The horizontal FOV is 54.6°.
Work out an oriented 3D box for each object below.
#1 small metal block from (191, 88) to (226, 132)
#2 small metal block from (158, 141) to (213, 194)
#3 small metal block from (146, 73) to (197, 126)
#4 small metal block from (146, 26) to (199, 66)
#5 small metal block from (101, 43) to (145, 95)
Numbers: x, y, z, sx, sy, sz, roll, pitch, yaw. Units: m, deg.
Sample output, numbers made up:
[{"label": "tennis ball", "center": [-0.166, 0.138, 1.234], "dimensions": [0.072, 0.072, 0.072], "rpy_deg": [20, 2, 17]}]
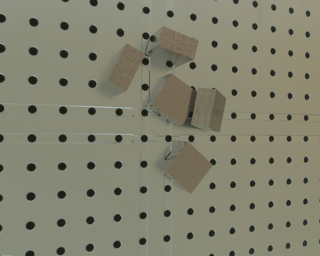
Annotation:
[{"label": "small metal block", "center": [0.067, -0.023, 0.422], "dimensions": [0.050, 0.025, 0.050], "rpy_deg": [19, 82, -62]}, {"label": "small metal block", "center": [0.035, 0.053, 0.425], "dimensions": [0.050, 0.025, 0.050], "rpy_deg": [43, 76, -15]}, {"label": "small metal block", "center": [0.018, -0.038, 0.419], "dimensions": [0.050, 0.025, 0.050], "rpy_deg": [34, 79, -17]}, {"label": "small metal block", "center": [0.015, -0.105, 0.404], "dimensions": [0.050, 0.050, 0.025], "rpy_deg": [16, 85, -19]}, {"label": "small metal block", "center": [-0.047, -0.071, 0.382], "dimensions": [0.025, 0.050, 0.050], "rpy_deg": [28, 81, -18]}]
